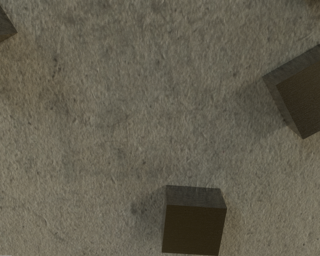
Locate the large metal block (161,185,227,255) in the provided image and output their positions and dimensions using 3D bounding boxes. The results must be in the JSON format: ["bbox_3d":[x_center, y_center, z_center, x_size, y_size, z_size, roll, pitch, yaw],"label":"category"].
[{"bbox_3d":[0.046,0.132,0.446,0.081,0.050,0.079,4,110,-2],"label":"large metal block"}]

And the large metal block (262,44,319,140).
[{"bbox_3d":[0.187,-0.046,0.382,0.080,0.050,0.080,-30,108,10],"label":"large metal block"}]

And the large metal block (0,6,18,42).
[{"bbox_3d":[-0.220,-0.106,0.338,0.080,0.080,0.050,-25,108,8],"label":"large metal block"}]
